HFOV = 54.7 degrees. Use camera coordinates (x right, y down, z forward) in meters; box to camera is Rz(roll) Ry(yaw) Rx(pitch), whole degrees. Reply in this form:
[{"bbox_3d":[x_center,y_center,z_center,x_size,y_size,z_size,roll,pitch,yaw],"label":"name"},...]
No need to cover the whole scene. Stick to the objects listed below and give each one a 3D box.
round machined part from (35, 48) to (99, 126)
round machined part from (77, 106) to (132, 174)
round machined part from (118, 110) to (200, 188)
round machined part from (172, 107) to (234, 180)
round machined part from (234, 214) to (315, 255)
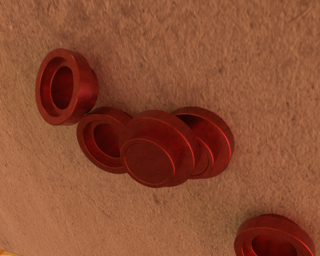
[{"bbox_3d":[-0.118,-0.051,0.406,0.098,0.042,0.097,-1,88,39],"label":"round machined part"},{"bbox_3d":[-0.064,0.013,0.436,0.098,0.042,0.097,13,124,20],"label":"round machined part"},{"bbox_3d":[-0.007,0.031,0.363,0.098,0.042,0.097,13,124,20],"label":"round machined part"},{"bbox_3d":[0.040,0.026,0.390,0.098,0.042,0.097,13,124,20],"label":"round machined part"},{"bbox_3d":[0.152,0.153,0.410,0.098,0.042,0.097,13,124,20],"label":"round machined part"}]
